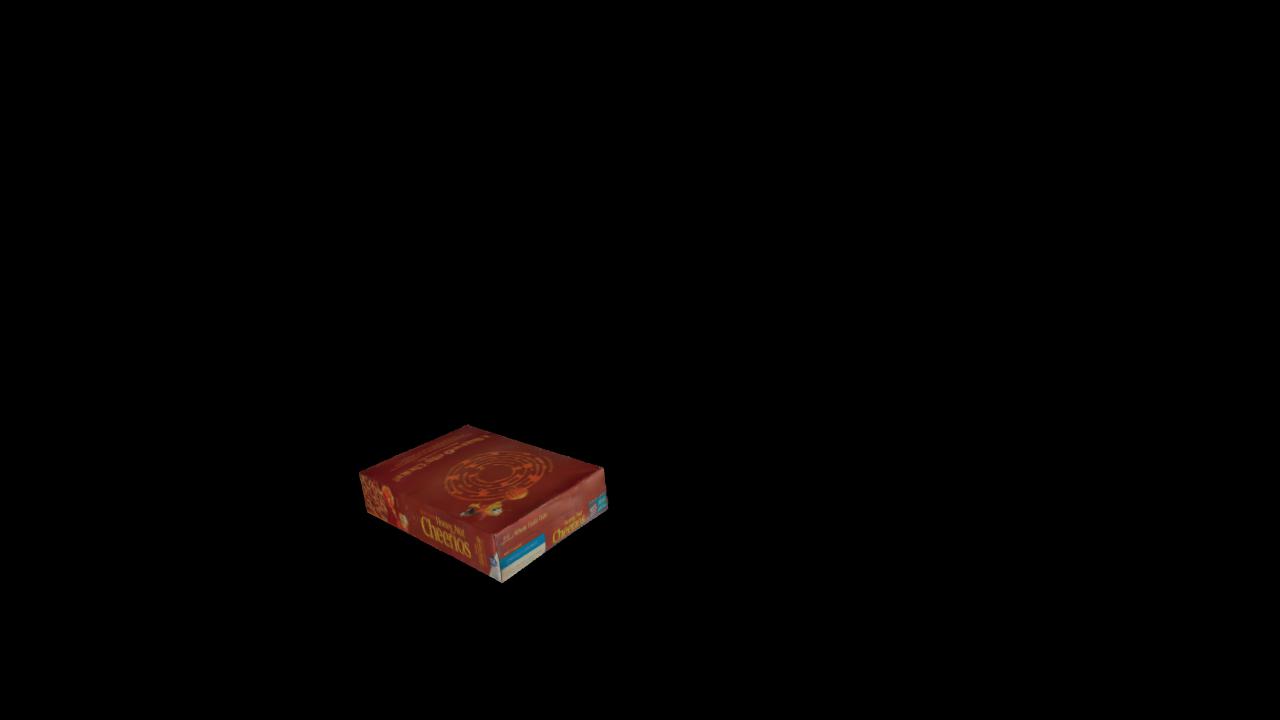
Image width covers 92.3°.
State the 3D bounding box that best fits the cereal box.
[{"bbox_3d":[-0.225,0.189,0.883,0.306,0.081,0.203,10,22,35],"label":"cereal box"}]
